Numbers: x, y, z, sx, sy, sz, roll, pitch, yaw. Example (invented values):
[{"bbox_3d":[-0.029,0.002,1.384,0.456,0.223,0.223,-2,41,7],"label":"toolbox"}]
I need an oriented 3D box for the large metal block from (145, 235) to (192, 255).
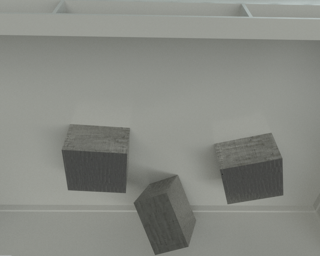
[{"bbox_3d":[0.017,0.220,0.583,0.080,0.050,0.080,-4,130,3],"label":"large metal block"}]

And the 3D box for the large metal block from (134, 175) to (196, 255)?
[{"bbox_3d":[0.011,0.125,0.460,0.050,0.080,0.080,-21,93,16],"label":"large metal block"}]

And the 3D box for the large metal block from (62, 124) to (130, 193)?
[{"bbox_3d":[-0.085,0.043,0.428,0.081,0.050,0.079,4,130,-4],"label":"large metal block"}]

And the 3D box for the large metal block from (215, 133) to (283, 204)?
[{"bbox_3d":[0.128,0.060,0.446,0.080,0.050,0.080,-12,129,9],"label":"large metal block"}]
